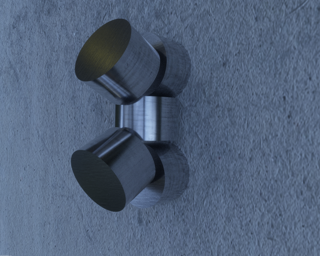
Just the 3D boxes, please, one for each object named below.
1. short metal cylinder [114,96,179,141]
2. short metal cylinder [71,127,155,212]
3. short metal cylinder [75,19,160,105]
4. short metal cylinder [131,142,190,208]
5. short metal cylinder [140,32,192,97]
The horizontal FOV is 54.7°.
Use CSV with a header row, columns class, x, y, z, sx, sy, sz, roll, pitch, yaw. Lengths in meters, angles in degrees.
class,x,y,z,sx,sy,sz,roll,pitch,yaw
short metal cylinder,-0.017,-0.012,0.386,0.080,0.081,0.050,2,92,40
short metal cylinder,-0.052,0.046,0.347,0.080,0.050,0.079,22,131,28
short metal cylinder,-0.047,-0.073,0.345,0.080,0.050,0.080,-19,54,29
short metal cylinder,-0.009,0.058,0.398,0.080,0.050,0.080,0,90,40
short metal cylinder,-0.007,-0.077,0.397,0.080,0.050,0.080,0,90,40
